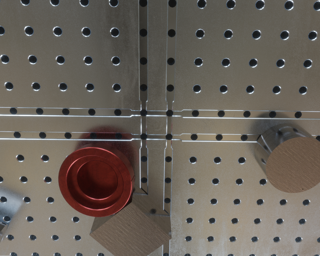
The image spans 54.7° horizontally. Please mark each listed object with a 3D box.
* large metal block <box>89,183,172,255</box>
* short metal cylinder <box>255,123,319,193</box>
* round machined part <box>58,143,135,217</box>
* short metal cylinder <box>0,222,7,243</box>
[{"bbox_3d":[-0.041,0.142,0.452,0.080,0.050,0.080,-40,106,13],"label":"large metal block"},{"bbox_3d":[0.175,0.039,0.416,0.081,0.050,0.079,0,110,0],"label":"short metal cylinder"},{"bbox_3d":[-0.083,0.067,0.423,0.099,0.042,0.097,1,103,6],"label":"round machined part"},{"bbox_3d":[-0.265,0.167,0.443,0.050,0.080,0.080,27,108,-10],"label":"short metal cylinder"}]
